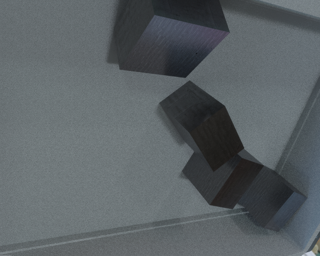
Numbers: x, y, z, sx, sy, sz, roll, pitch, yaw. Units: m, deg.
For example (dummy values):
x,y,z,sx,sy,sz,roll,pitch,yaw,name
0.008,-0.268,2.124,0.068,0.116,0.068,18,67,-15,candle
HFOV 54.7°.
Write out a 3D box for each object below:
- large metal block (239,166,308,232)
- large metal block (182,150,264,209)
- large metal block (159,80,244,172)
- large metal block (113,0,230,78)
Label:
x,y,z,sx,sy,sz,roll,pitch,yaw,name
0.198,0.125,0.558,0.050,0.080,0.080,26,104,-37,large metal block
0.090,0.060,0.459,0.050,0.080,0.080,20,108,-36,large metal block
0.054,-0.003,0.400,0.050,0.080,0.080,-37,129,-3,large metal block
0.008,-0.097,0.312,0.081,0.050,0.080,2,155,-29,large metal block
